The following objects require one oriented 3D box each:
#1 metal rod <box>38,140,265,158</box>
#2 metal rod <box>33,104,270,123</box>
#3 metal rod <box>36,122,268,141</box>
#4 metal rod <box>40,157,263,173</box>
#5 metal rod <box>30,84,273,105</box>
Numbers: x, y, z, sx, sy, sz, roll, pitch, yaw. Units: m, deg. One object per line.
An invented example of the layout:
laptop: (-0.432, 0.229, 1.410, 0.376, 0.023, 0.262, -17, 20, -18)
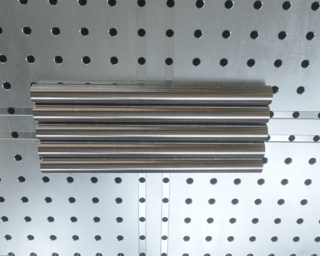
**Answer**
metal rod: (-0.010, 0.028, 0.423, 0.302, 0.025, 0.025, 0, 110, -1)
metal rod: (-0.010, -0.020, 0.406, 0.302, 0.025, 0.025, 0, 110, -1)
metal rod: (-0.010, 0.005, 0.415, 0.302, 0.025, 0.025, 0, 110, -1)
metal rod: (-0.010, 0.050, 0.432, 0.302, 0.025, 0.025, 0, 110, -1)
metal rod: (-0.009, -0.043, 0.397, 0.302, 0.025, 0.025, 0, 110, -1)
